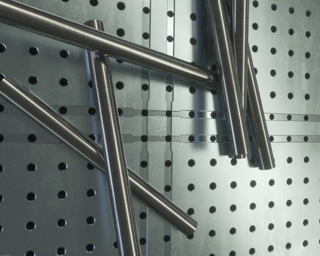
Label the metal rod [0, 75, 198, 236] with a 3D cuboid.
[{"bbox_3d":[-0.067,0.044,0.387,0.300,0.025,0.025,41,77,-16],"label":"metal rod"}]

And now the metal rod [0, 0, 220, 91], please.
[{"bbox_3d":[-0.040,-0.092,0.370,0.302,0.025,0.025,12,86,-30],"label":"metal rod"}]

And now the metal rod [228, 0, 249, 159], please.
[{"bbox_3d":[0.110,-0.105,0.432,0.025,0.025,0.298,-4,99,-20],"label":"metal rod"}]

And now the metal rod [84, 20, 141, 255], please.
[{"bbox_3d":[-0.057,0.019,0.368,0.025,0.025,0.299,-8,84,-20],"label":"metal rod"}]

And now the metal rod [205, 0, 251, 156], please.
[{"bbox_3d":[0.085,-0.112,0.421,0.025,0.025,0.299,-6,84,-20],"label":"metal rod"}]

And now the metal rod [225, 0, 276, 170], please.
[{"bbox_3d":[0.127,-0.084,0.458,0.025,0.025,0.299,-16,96,-19],"label":"metal rod"}]
